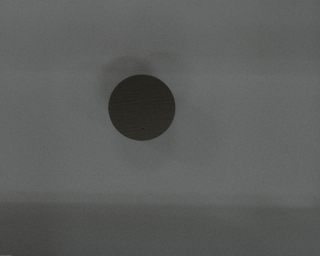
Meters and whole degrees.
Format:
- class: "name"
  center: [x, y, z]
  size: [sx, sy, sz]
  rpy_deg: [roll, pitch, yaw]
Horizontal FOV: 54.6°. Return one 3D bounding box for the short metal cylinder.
- class: "short metal cylinder"
  center: [-0.022, -0.025, 0.397]
  size: [0.080, 0.050, 0.080]
  rpy_deg: [0, 90, 0]
